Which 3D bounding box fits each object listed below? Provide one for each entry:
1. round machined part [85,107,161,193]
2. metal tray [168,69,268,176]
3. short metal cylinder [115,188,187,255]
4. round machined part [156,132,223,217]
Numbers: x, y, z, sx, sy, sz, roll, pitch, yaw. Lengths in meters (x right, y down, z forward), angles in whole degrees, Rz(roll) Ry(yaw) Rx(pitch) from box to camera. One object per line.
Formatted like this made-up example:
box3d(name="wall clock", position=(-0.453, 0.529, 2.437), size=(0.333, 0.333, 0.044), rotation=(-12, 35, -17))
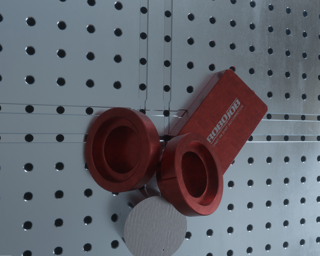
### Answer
box3d(name="round machined part", position=(-0.040, 0.026, 0.371), size=(0.042, 0.098, 0.097), rotation=(8, 87, -56))
box3d(name="metal tray", position=(0.085, -0.008, 0.443), size=(0.090, 0.030, 0.130), rotation=(41, 77, -16))
box3d(name="short metal cylinder", position=(-0.013, 0.121, 0.396), size=(0.081, 0.050, 0.079), rotation=(0, 90, -21))
box3d(name="round machined part", position=(0.033, 0.057, 0.375), size=(0.098, 0.042, 0.098), rotation=(23, 59, -44))
